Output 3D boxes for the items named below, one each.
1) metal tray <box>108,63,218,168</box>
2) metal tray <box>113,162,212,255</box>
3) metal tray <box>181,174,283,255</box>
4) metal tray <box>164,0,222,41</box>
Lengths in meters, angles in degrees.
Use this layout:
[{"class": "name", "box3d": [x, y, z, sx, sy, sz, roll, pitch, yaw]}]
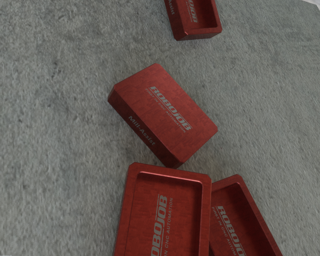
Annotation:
[{"class": "metal tray", "box3d": [0.005, -0.018, 0.416, 0.130, 0.030, 0.091, 48, 51, 5]}, {"class": "metal tray", "box3d": [0.002, 0.106, 0.314, 0.091, 0.030, 0.130, 11, 64, -8]}, {"class": "metal tray", "box3d": [0.087, 0.129, 0.370, 0.091, 0.030, 0.130, -12, 68, -33]}, {"class": "metal tray", "box3d": [0.052, -0.221, 0.536, 0.091, 0.030, 0.129, -16, 91, -35]}]
